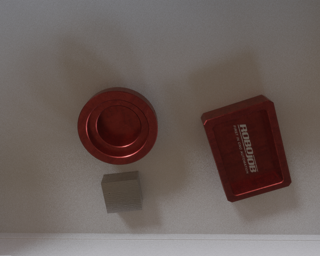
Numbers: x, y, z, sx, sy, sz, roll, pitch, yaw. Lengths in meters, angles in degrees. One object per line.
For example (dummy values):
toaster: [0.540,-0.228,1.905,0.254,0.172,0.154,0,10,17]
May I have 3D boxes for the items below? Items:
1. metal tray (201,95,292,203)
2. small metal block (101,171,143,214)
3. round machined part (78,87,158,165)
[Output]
metal tray: [0.118,0.030,0.421,0.090,0.030,0.129,-18,109,6]
small metal block: [-0.053,0.092,0.445,0.050,0.025,0.050,-7,110,2]
round machined part: [-0.052,-0.005,0.400,0.099,0.042,0.097,0,110,-1]
